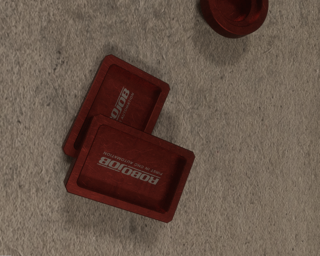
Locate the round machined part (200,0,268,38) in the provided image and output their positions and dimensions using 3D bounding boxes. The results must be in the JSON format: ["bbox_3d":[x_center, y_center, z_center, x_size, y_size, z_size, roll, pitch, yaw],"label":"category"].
[{"bbox_3d":[0.100,-0.175,0.438,0.099,0.042,0.097,0,90,-21],"label":"round machined part"}]

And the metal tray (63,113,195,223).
[{"bbox_3d":[-0.033,0.048,0.362,0.131,0.030,0.090,23,82,-19],"label":"metal tray"}]

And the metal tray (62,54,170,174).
[{"bbox_3d":[-0.053,-0.013,0.387,0.090,0.030,0.130,25,81,-19],"label":"metal tray"}]
